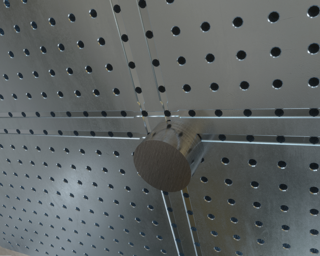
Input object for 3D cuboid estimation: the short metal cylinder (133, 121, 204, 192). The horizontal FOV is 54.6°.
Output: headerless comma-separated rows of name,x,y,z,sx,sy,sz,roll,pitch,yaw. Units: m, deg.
short metal cylinder,0.012,0.038,0.412,0.080,0.050,0.080,13,124,21
